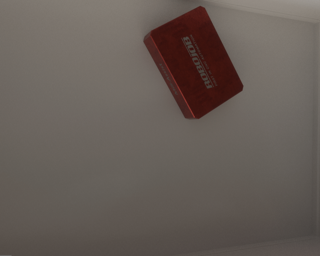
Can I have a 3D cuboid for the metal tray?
[{"bbox_3d":[0.048,-0.088,0.427,0.090,0.030,0.130,-33,101,-17],"label":"metal tray"}]
